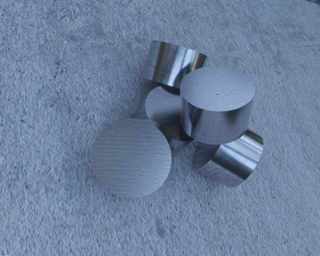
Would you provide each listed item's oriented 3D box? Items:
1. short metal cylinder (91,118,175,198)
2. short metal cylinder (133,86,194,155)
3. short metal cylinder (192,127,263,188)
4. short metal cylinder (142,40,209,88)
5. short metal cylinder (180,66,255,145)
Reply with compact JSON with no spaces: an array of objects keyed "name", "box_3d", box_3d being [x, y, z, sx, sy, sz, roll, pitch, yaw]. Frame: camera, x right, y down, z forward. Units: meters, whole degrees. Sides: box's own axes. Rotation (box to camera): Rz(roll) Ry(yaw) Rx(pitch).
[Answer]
[{"name":"short metal cylinder","box_3d":[-0.026,0.029,0.331,0.080,0.050,0.079,0,92,6]},{"name":"short metal cylinder","box_3d":[0.009,-0.007,0.398,0.081,0.050,0.080,14,55,-21]},{"name":"short metal cylinder","box_3d":[0.085,0.029,0.397,0.050,0.080,0.080,31,52,-9]},{"name":"short metal cylinder","box_3d":[0.020,-0.083,0.423,0.081,0.080,0.050,13,100,-21]},{"name":"short metal cylinder","box_3d":[0.063,-0.027,0.354,0.080,0.050,0.080,-2,45,2]}]
